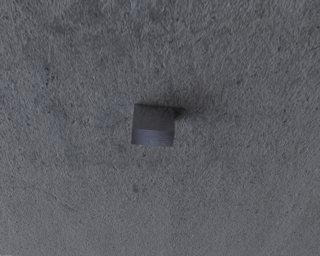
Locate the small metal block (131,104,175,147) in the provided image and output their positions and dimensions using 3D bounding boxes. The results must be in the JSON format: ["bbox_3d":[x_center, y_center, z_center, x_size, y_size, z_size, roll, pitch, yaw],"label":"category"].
[{"bbox_3d":[-0.009,-0.004,0.388,0.050,0.050,0.025,4,130,-4],"label":"small metal block"}]
